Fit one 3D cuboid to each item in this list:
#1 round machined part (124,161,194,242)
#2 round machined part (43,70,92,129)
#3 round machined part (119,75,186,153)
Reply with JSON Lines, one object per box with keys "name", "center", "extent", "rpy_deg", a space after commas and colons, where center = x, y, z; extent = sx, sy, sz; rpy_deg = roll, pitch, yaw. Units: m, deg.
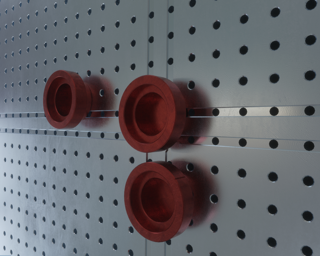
{"name": "round machined part", "center": [0.003, 0.090, 0.397], "extent": [0.098, 0.042, 0.097], "rpy_deg": [0, 90, 40]}
{"name": "round machined part", "center": [-0.154, -0.047, 0.527], "extent": [0.098, 0.042, 0.097], "rpy_deg": [0, 90, 40]}
{"name": "round machined part", "center": [-0.005, -0.018, 0.404], "extent": [0.098, 0.042, 0.097], "rpy_deg": [0, 90, 40]}
